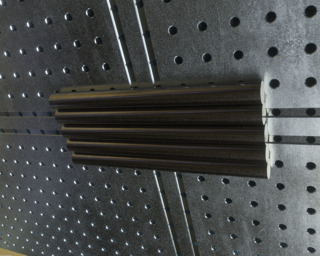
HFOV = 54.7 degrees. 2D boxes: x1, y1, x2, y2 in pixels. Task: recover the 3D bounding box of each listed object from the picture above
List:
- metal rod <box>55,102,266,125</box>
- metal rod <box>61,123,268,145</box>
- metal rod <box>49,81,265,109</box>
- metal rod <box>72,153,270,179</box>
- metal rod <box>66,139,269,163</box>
[{"bbox_3d":[-0.019,-0.017,0.409,0.301,0.025,0.025,1,119,27],"label":"metal rod"},{"bbox_3d":[-0.013,0.005,0.420,0.301,0.025,0.025,1,119,27],"label":"metal rod"},{"bbox_3d":[-0.024,-0.039,0.398,0.301,0.025,0.025,1,119,27],"label":"metal rod"},{"bbox_3d":[-0.003,0.048,0.441,0.300,0.025,0.025,0,119,27],"label":"metal rod"},{"bbox_3d":[-0.008,0.027,0.431,0.301,0.025,0.025,1,119,27],"label":"metal rod"}]
